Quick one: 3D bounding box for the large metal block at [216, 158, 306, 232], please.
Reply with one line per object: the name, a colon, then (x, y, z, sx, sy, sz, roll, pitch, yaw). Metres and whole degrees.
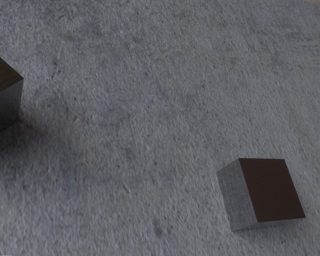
large metal block: (0.130, 0.087, 0.407, 0.081, 0.050, 0.080, 4, 60, -27)

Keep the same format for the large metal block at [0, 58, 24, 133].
large metal block: (-0.179, -0.020, 0.284, 0.050, 0.080, 0.080, 42, 51, 0)
